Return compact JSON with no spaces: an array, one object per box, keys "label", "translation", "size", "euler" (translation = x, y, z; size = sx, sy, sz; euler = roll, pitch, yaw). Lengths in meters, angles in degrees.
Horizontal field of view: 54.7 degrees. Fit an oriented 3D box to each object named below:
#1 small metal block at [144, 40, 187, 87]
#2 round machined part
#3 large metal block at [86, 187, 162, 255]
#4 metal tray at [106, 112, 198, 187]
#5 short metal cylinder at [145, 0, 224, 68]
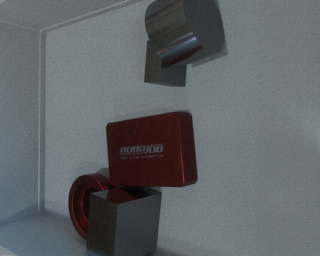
[{"label":"small metal block","translation":[0.009,-0.078,0.382],"size":[0.025,0.050,0.050],"euler":[8,95,39]},{"label":"round machined part","translation":[-0.093,0.117,0.469],"size":[0.098,0.042,0.097],"euler":[1,91,40]},{"label":"large metal block","translation":[-0.046,0.124,0.407],"size":[0.050,0.081,0.079],"euler":[9,96,39]},{"label":"metal tray","translation":[-0.016,0.031,0.415],"size":[0.130,0.030,0.089],"euler":[-8,85,39]},{"label":"short metal cylinder","translation":[0.029,-0.113,0.345],"size":[0.050,0.081,0.080],"euler":[-14,81,39]}]
